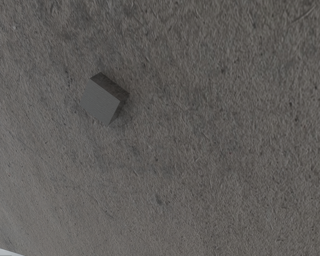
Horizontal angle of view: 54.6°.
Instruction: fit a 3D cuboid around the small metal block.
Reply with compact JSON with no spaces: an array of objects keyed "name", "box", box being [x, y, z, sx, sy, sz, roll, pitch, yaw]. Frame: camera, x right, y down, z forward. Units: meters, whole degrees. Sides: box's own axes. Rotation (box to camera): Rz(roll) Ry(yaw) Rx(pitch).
[{"name":"small metal block","box":[-0.076,-0.039,0.424,0.050,0.025,0.050,37,129,3]}]
